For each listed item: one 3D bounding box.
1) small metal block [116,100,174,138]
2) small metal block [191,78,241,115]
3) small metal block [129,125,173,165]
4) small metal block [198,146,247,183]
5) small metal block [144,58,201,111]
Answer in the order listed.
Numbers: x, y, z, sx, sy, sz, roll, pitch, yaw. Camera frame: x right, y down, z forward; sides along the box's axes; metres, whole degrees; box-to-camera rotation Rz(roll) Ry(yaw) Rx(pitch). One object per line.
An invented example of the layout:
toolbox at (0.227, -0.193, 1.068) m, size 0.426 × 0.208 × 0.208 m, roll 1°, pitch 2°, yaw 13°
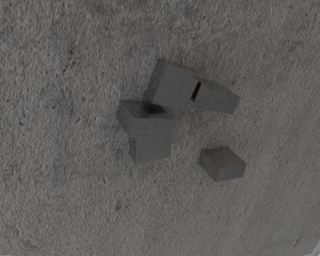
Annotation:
small metal block at (-0.019, -0.011, 0.373) m, size 0.050 × 0.050 × 0.025 m, roll 0°, pitch 118°, yaw -29°
small metal block at (0.066, -0.043, 0.400) m, size 0.050 × 0.050 × 0.025 m, roll 8°, pitch 114°, yaw -32°
small metal block at (-0.013, 0.016, 0.409) m, size 0.050 × 0.025 × 0.050 m, roll -11°, pitch 124°, yaw -23°
small metal block at (0.095, 0.055, 0.476) m, size 0.050 × 0.050 × 0.025 m, roll -6°, pitch 121°, yaw -26°
small metal block at (0.015, -0.053, 0.382) m, size 0.050 × 0.025 × 0.050 m, roll 10°, pitch 114°, yaw -33°
